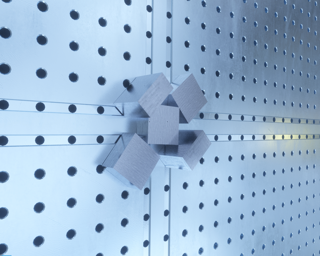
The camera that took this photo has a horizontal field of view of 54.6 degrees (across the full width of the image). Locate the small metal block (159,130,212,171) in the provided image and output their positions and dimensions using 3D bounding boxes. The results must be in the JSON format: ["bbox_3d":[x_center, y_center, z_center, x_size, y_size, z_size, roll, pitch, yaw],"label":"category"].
[{"bbox_3d":[0.033,0.029,0.419,0.050,0.050,0.025,-50,119,-28],"label":"small metal block"}]

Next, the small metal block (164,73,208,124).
[{"bbox_3d":[0.034,-0.041,0.436,0.050,0.025,0.050,-47,118,-29],"label":"small metal block"}]

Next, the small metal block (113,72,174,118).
[{"bbox_3d":[-0.020,-0.039,0.374,0.025,0.050,0.050,52,60,-28],"label":"small metal block"}]

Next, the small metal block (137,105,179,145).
[{"bbox_3d":[-0.002,-0.004,0.405,0.050,0.025,0.050,4,86,-39],"label":"small metal block"}]

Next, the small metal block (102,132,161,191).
[{"bbox_3d":[-0.034,0.040,0.379,0.050,0.025,0.050,46,62,-31],"label":"small metal block"}]
